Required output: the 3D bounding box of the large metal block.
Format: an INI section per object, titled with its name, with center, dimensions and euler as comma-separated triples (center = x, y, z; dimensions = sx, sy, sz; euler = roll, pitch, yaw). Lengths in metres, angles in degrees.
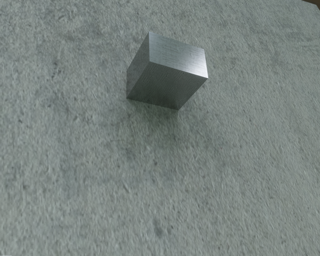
[large metal block]
center = 0.007, -0.073, 0.418
dimensions = 0.081, 0.080, 0.050
euler = 12, 57, -23
